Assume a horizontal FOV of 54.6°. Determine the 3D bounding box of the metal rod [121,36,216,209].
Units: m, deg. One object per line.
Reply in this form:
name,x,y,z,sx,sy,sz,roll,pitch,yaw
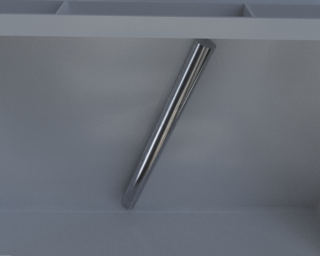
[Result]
metal rod,-0.002,0.016,0.419,0.025,0.025,0.298,15,129,-13
